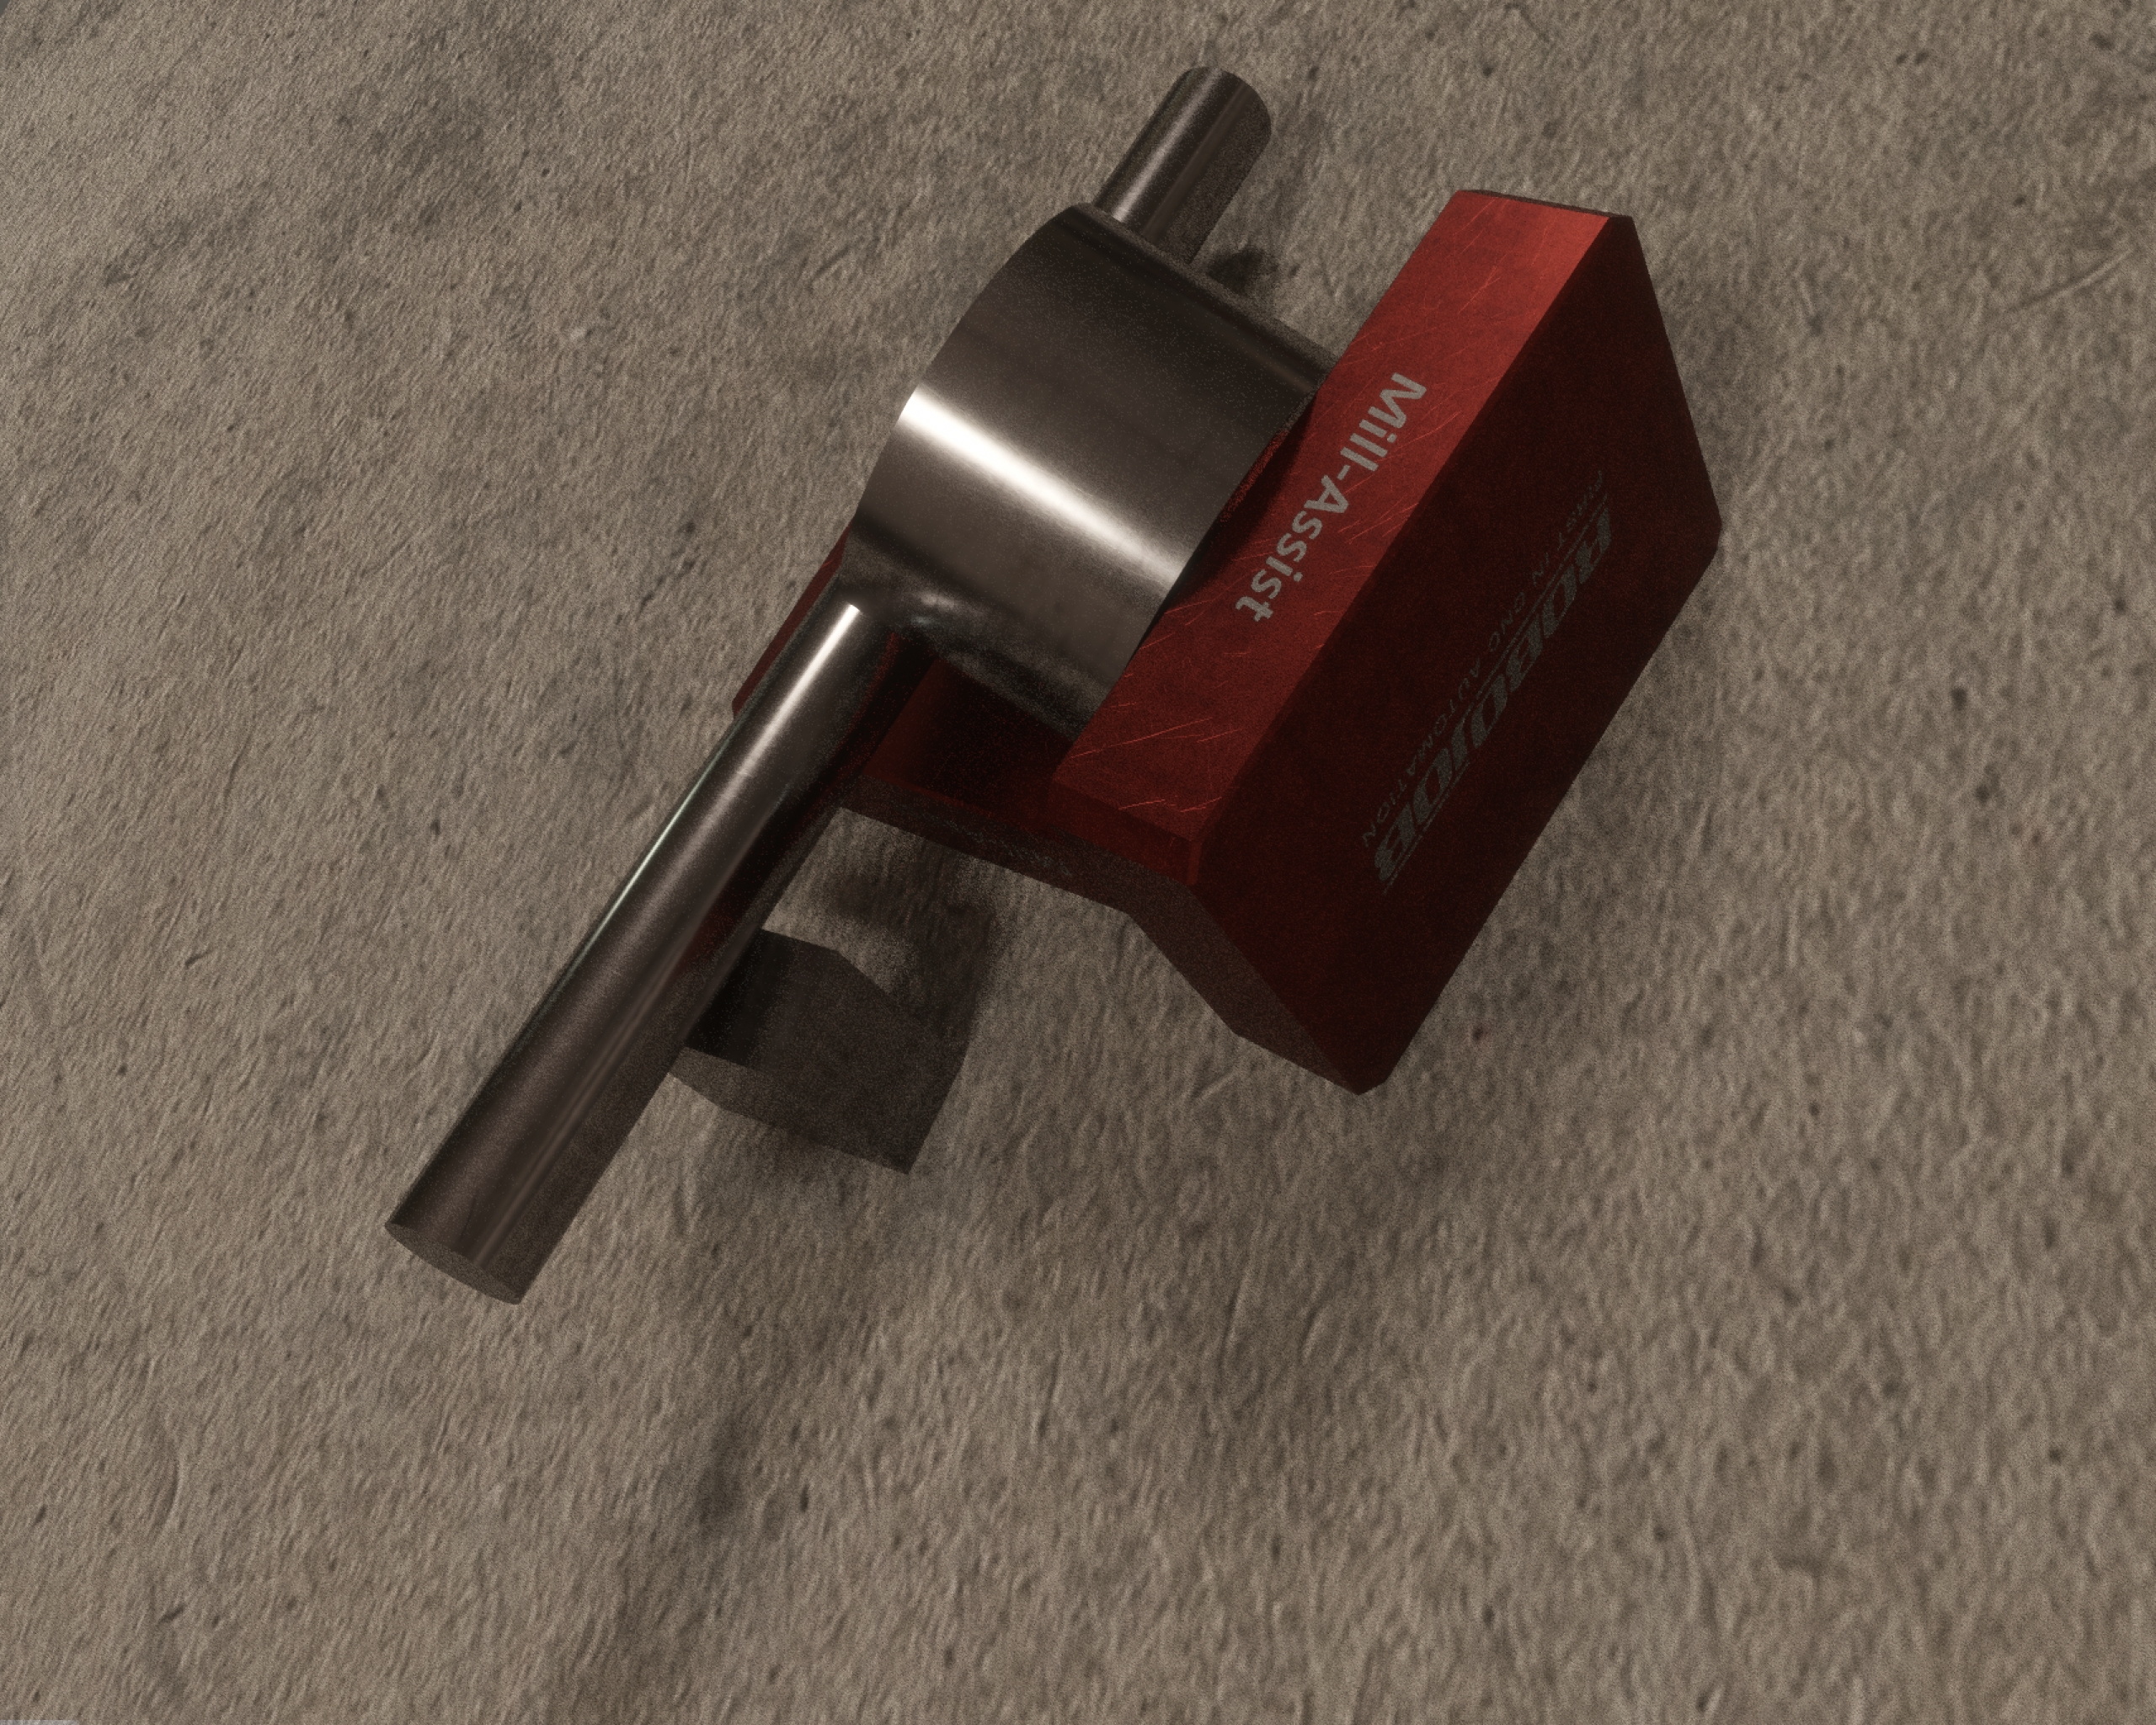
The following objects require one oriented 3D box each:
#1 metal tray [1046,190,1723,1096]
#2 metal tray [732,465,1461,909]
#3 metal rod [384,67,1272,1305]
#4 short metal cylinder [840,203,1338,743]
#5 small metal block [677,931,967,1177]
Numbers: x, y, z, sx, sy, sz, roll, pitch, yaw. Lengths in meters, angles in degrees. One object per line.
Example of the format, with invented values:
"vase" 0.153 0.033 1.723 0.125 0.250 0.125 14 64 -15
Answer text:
"metal tray" 0.058 -0.035 0.354 0.030 0.090 0.130 25 75 36
"metal tray" 0.003 -0.042 0.425 0.130 0.030 0.090 20 72 35
"metal rod" -0.034 -0.052 0.404 0.025 0.025 0.300 11 58 32
"short metal cylinder" 0.003 -0.065 0.360 0.050 0.080 0.080 33 78 4
"small metal block" -0.058 0.033 0.398 0.050 0.050 0.025 14 69 33
